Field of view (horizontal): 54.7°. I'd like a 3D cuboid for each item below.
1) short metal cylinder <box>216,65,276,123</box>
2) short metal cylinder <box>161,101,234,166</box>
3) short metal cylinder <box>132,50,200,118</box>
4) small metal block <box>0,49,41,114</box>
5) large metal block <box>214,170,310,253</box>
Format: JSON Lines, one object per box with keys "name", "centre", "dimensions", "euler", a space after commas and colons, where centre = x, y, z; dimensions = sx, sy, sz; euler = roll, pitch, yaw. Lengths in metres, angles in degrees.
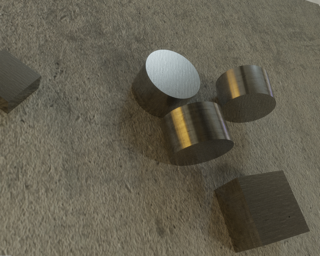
{"name": "short metal cylinder", "centre": [0.128, -0.049, 0.467], "dimensions": [0.081, 0.080, 0.050], "euler": [10, 58, -23]}
{"name": "short metal cylinder", "centre": [0.045, 0.009, 0.387], "dimensions": [0.081, 0.080, 0.050], "euler": [0, 62, -28]}
{"name": "short metal cylinder", "centre": [0.008, -0.061, 0.429], "dimensions": [0.081, 0.050, 0.080], "euler": [14, 56, -21]}
{"name": "small metal block", "centre": [-0.171, -0.052, 0.343], "dimensions": [0.050, 0.025, 0.050], "euler": [37, 51, -4]}
{"name": "large metal block", "centre": [0.127, 0.104, 0.393], "dimensions": [0.081, 0.050, 0.080], "euler": [-2, 63, -29]}
